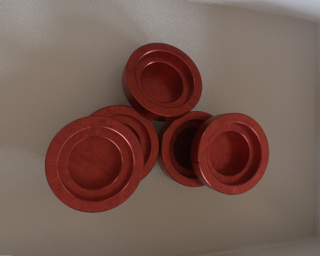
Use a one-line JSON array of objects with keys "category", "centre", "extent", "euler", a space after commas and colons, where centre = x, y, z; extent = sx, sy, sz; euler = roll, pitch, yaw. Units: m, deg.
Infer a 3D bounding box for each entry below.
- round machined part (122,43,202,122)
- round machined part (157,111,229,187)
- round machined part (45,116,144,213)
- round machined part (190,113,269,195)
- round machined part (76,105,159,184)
[{"category": "round machined part", "centre": [0.000, -0.053, 0.389], "extent": [0.099, 0.042, 0.098], "euler": [7, 70, -19]}, {"category": "round machined part", "centre": [0.040, 0.027, 0.415], "extent": [0.099, 0.042, 0.097], "euler": [0, 90, -20]}, {"category": "round machined part", "centre": [-0.070, 0.036, 0.330], "extent": [0.099, 0.042, 0.097], "euler": [0, 90, -20]}, {"category": "round machined part", "centre": [0.082, 0.031, 0.386], "extent": [0.099, 0.042, 0.097], "euler": [0, 90, -20]}, {"category": "round machined part", "centre": [-0.054, 0.022, 0.380], "extent": [0.099, 0.042, 0.097], "euler": [0, 90, -20]}]
